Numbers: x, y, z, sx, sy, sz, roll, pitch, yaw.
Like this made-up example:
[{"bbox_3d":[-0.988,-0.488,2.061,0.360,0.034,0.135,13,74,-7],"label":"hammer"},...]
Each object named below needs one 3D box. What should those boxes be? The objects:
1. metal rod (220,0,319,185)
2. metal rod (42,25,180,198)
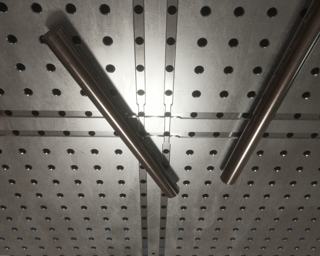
[{"bbox_3d":[0.138,-0.032,0.386,0.025,0.025,0.298,9,130,-8],"label":"metal rod"},{"bbox_3d":[-0.046,0.001,0.411,0.025,0.025,0.299,-21,128,16],"label":"metal rod"}]
